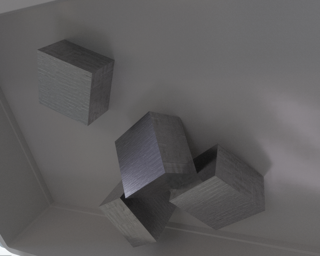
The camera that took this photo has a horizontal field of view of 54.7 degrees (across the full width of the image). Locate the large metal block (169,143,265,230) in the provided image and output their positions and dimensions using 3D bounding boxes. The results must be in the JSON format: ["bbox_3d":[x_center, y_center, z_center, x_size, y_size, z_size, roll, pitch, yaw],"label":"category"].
[{"bbox_3d":[0.072,0.076,0.389,0.080,0.050,0.080,36,131,-18],"label":"large metal block"}]

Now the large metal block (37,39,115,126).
[{"bbox_3d":[-0.113,-0.061,0.414,0.080,0.050,0.079,24,127,13],"label":"large metal block"}]

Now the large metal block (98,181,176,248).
[{"bbox_3d":[-0.029,0.114,0.459,0.050,0.080,0.080,-30,102,38],"label":"large metal block"}]

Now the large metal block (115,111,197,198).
[{"bbox_3d":[-0.009,0.037,0.394,0.080,0.050,0.080,-39,55,39],"label":"large metal block"}]
